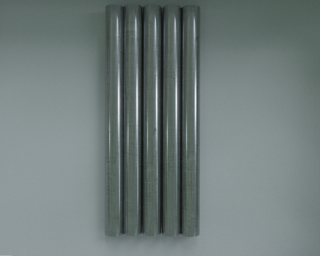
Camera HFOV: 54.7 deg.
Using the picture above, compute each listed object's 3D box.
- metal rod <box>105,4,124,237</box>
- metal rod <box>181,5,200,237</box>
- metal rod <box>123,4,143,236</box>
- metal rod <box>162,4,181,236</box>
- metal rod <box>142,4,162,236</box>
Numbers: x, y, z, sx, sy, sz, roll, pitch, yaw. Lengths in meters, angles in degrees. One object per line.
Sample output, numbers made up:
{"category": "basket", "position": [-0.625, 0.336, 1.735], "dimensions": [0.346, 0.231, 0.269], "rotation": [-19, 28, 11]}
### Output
{"category": "metal rod", "position": [-0.060, -0.010, 0.410], "dimensions": [0.025, 0.025, 0.298], "rotation": [0, 90, 0]}
{"category": "metal rod", "position": [0.040, -0.009, 0.410], "dimensions": [0.025, 0.025, 0.298], "rotation": [0, 90, 0]}
{"category": "metal rod", "position": [-0.036, -0.011, 0.410], "dimensions": [0.025, 0.025, 0.298], "rotation": [0, 90, 0]}
{"category": "metal rod", "position": [0.015, -0.010, 0.410], "dimensions": [0.025, 0.025, 0.298], "rotation": [0, 90, 0]}
{"category": "metal rod", "position": [-0.010, -0.010, 0.410], "dimensions": [0.025, 0.025, 0.298], "rotation": [0, 90, 0]}
